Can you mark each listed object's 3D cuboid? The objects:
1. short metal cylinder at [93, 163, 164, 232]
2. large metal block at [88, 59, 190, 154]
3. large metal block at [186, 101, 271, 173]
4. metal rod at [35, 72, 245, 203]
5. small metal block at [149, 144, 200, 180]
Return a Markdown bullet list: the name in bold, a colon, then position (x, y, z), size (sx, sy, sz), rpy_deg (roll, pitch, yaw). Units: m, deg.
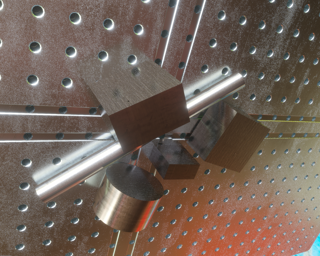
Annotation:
- **short metal cylinder**: position (-0.042, 0.090, 0.409), size (0.081, 0.080, 0.050), rpy_deg (12, 112, -34)
- **large metal block**: position (-0.025, -0.028, 0.347), size (0.080, 0.080, 0.050), rpy_deg (-25, 128, -13)
- **large metal block**: position (0.100, 0.012, 0.456), size (0.080, 0.050, 0.080), rpy_deg (21, 107, -36)
- **metal rod**: position (-0.018, 0.007, 0.406), size (0.301, 0.025, 0.025), rpy_deg (-30, 129, -9)
- **small metal block**: position (0.020, 0.048, 0.437), size (0.050, 0.050, 0.025), rpy_deg (5, 116, -31)
